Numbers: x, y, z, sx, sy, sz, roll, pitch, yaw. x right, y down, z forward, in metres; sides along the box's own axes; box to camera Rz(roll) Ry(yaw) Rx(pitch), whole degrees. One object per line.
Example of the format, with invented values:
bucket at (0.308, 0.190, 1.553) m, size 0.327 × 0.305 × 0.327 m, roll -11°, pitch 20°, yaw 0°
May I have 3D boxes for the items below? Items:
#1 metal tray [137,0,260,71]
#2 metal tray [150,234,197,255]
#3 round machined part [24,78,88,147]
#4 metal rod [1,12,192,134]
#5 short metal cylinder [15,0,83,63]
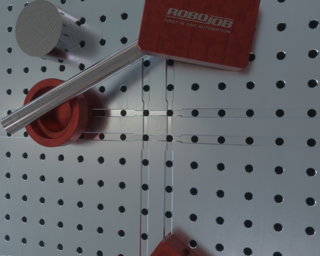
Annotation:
metal tray at (0.045, -0.125, 0.371) m, size 0.131 × 0.030 × 0.089 m, roll 10°, pitch 94°, yaw -1°
metal tray at (0.007, 0.220, 0.407) m, size 0.090 × 0.030 × 0.129 m, roll 37°, pitch 102°, yaw 16°
round machined part at (-0.148, -0.022, 0.456) m, size 0.098 × 0.042 × 0.097 m, roll 0°, pitch 90°, yaw 20°
metal rod at (-0.074, -0.076, 0.406) m, size 0.301 × 0.025 × 0.025 m, roll -29°, pitch 80°, yaw 5°
short metal cylinder at (-0.162, -0.140, 0.456) m, size 0.080 × 0.050 × 0.079 m, roll 0°, pitch 90°, yaw 20°
